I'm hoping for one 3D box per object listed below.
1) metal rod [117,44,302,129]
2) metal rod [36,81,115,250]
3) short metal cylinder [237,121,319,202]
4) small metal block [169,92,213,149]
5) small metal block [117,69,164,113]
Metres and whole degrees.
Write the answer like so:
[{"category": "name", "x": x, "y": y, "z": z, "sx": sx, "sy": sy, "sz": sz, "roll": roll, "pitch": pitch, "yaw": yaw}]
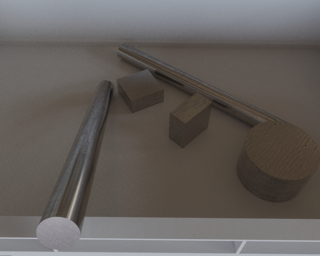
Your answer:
[{"category": "metal rod", "x": 0.058, "y": -0.057, "z": 0.453, "sx": 0.300, "sy": 0.025, "sz": 0.025, "roll": 30, "pitch": 56, "yaw": 23}, {"category": "metal rod", "x": -0.069, "y": 0.002, "z": 0.319, "sx": 0.025, "sy": 0.025, "sz": 0.300, "roll": -3, "pitch": 24, "yaw": -3}, {"category": "short metal cylinder", "x": 0.134, "y": 0.038, "z": 0.359, "sx": 0.081, "sy": 0.050, "sz": 0.080, "roll": 0, "pitch": 50, "yaw": 0}, {"category": "small metal block", "x": 0.039, "y": -0.010, "z": 0.397, "sx": 0.050, "sy": 0.050, "sz": 0.025, "roll": -37, "pitch": 60, "yaw": -27}, {"category": "small metal block", "x": -0.029, "y": -0.054, "z": 0.450, "sx": 0.050, "sy": 0.025, "sz": 0.050, "roll": -22, "pitch": 54, "yaw": -18}]
